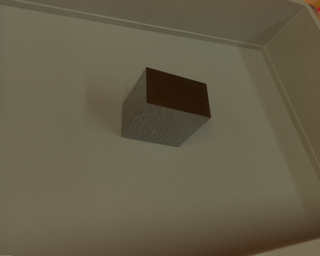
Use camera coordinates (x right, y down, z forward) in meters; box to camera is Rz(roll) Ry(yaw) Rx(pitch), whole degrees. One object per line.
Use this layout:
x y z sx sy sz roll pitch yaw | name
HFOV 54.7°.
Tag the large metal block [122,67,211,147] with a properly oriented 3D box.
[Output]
0.005 -0.022 0.385 0.081 0.080 0.050 12 57 -22 | large metal block
